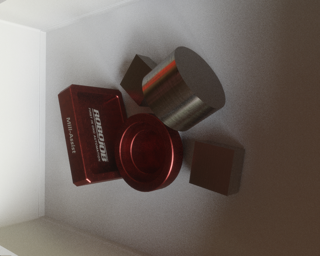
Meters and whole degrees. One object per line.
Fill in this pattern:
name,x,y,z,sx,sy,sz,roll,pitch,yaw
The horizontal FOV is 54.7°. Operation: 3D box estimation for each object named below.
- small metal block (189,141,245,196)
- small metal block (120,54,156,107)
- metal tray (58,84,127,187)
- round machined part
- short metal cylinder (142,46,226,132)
small metal block,0.064,0.044,0.350,0.050,0.025,0.050,12,97,40
small metal block,-0.021,-0.064,0.420,0.050,0.025,0.050,49,119,30
metal tray,-0.084,0.009,0.429,0.030,0.091,0.129,-22,76,38
round machined part,-0.010,0.030,0.398,0.098,0.042,0.097,0,90,39
short metal cylinder,0.027,-0.043,0.345,0.050,0.081,0.080,-36,68,34
